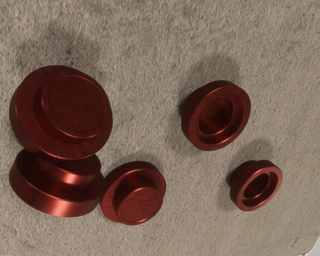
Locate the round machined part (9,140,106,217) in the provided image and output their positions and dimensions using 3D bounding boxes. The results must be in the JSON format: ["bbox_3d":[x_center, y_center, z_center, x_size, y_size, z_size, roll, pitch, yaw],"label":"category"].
[{"bbox_3d":[-0.103,0.045,0.332,0.099,0.098,0.042,17,111,-35],"label":"round machined part"}]

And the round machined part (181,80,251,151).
[{"bbox_3d":[0.072,-0.020,0.425,0.099,0.042,0.097,-14,125,-21],"label":"round machined part"}]

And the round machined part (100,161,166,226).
[{"bbox_3d":[-0.035,0.099,0.440,0.099,0.042,0.097,-14,125,-21],"label":"round machined part"}]

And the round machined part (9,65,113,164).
[{"bbox_3d":[-0.088,-0.017,0.301,0.099,0.098,0.042,17,152,-35],"label":"round machined part"}]

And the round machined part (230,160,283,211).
[{"bbox_3d":[0.164,0.096,0.548,0.099,0.042,0.097,-14,125,-21],"label":"round machined part"}]
